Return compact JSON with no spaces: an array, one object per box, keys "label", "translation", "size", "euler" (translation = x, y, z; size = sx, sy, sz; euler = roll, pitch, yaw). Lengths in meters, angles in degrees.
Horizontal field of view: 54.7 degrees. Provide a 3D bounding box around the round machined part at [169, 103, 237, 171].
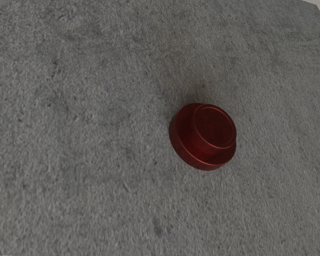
[{"label":"round machined part","translation":[0.066,0.006,0.427],"size":[0.099,0.042,0.098],"euler":[14,56,-21]}]
